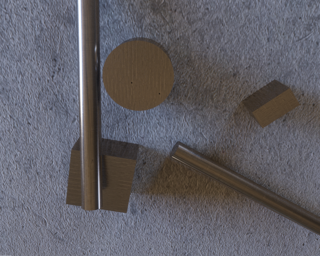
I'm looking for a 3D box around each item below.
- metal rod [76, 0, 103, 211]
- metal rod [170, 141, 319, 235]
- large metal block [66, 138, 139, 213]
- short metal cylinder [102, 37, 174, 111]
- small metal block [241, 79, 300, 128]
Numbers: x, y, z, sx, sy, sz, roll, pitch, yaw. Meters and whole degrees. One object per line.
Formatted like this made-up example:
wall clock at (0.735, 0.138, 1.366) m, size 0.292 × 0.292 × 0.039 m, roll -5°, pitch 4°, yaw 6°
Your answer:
metal rod at (-0.081, -0.052, 0.356) m, size 0.025 × 0.025 × 0.298 m, roll 0°, pitch 98°, yaw -1°
metal rod at (0.150, 0.099, 0.448) m, size 0.301 × 0.025 × 0.025 m, roll 28°, pitch 107°, yaw -11°
large metal block at (-0.076, 0.061, 0.418) m, size 0.081 × 0.050 × 0.079 m, roll 10°, pitch 110°, yaw -4°
short metal cylinder at (-0.024, -0.066, 0.372) m, size 0.081 × 0.050 × 0.079 m, roll 0°, pitch 110°, yaw -1°
small metal block at (0.136, -0.031, 0.387) m, size 0.050 × 0.050 × 0.025 m, roll -34°, pitch 107°, yaw 11°
